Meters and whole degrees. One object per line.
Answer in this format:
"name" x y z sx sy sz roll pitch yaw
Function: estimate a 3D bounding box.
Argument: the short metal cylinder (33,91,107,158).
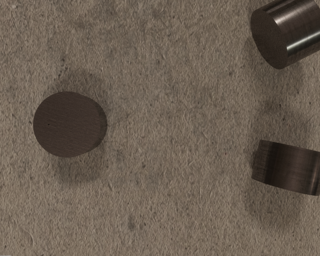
"short metal cylinder" -0.112 -0.004 0.396 0.081 0.050 0.079 0 90 -1

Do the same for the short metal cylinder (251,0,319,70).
"short metal cylinder" 0.157 -0.120 0.385 0.050 0.080 0.080 -27 90 0

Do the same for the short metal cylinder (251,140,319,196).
"short metal cylinder" 0.160 0.048 0.385 0.080 0.080 0.050 13 90 -1
